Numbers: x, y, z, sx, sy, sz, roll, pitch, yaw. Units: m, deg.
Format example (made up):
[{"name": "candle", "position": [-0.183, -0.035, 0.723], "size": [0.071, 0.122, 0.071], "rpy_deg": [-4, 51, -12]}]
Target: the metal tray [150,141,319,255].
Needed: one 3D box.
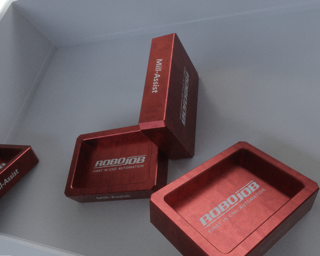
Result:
[{"name": "metal tray", "position": [0.067, 0.068, 0.281], "size": [0.131, 0.030, 0.090], "rpy_deg": [-25, 42, -31]}]

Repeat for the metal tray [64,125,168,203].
[{"name": "metal tray", "position": [-0.055, 0.046, 0.403], "size": [0.130, 0.030, 0.090], "rpy_deg": [-9, 58, 23]}]

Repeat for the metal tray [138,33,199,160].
[{"name": "metal tray", "position": [0.016, -0.038, 0.378], "size": [0.030, 0.090, 0.130], "rpy_deg": [-7, 58, 25]}]

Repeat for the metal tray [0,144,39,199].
[{"name": "metal tray", "position": [-0.257, 0.075, 0.455], "size": [0.090, 0.030, 0.131], "rpy_deg": [1, 35, 28]}]
